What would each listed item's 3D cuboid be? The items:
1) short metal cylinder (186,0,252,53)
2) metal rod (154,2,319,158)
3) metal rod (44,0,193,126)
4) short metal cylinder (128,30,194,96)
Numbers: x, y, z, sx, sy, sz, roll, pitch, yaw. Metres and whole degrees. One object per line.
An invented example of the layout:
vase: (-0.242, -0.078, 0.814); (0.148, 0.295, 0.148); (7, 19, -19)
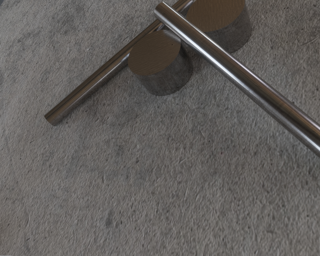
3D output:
short metal cylinder: (0.084, -0.148, 0.435); (0.080, 0.050, 0.080); (-13, 56, 21)
metal rod: (0.089, -0.065, 0.361); (0.025, 0.025, 0.300); (-41, 62, 0)
metal rod: (-0.066, -0.110, 0.505); (0.300, 0.025, 0.025); (-41, 51, 0)
short metal cylinder: (0.002, -0.093, 0.444); (0.080, 0.050, 0.080); (-13, 56, 21)
